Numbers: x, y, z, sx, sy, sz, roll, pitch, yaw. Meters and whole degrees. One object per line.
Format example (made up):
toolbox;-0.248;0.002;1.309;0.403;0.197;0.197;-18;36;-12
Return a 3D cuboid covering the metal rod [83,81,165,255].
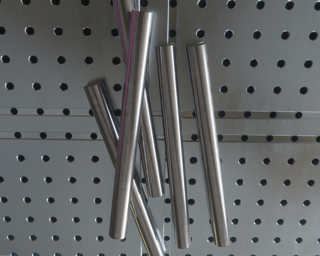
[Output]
metal rod;-0.043;0.079;0.442;0.025;0.025;0.299;-15;110;5

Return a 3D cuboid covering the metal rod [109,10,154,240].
metal rod;-0.039;0.012;0.389;0.025;0.025;0.298;7;110;-3

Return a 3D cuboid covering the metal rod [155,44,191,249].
metal rod;0.021;0.039;0.427;0.025;0.025;0.298;-5;110;2

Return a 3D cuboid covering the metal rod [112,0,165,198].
metal rod;-0.027;-0.045;0.396;0.025;0.025;0.298;-8;110;3

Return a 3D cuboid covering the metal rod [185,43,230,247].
metal rod;0.070;0.037;0.427;0.025;0.025;0.298;-10;110;3
